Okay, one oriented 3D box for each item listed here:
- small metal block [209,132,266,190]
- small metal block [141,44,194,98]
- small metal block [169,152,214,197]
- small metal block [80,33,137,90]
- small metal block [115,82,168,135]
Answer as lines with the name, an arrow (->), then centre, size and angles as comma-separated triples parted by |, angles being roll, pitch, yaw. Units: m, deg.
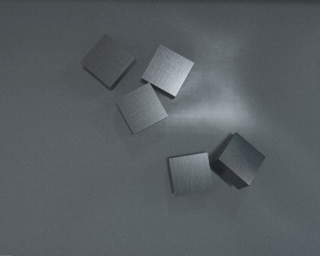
small metal block -> 0.100, 0.042, 0.401 | 0.050, 0.025, 0.050 | 41, 59, 0
small metal block -> 0.010, -0.074, 0.411 | 0.050, 0.025, 0.050 | 29, 90, 0
small metal block -> 0.040, 0.060, 0.412 | 0.050, 0.025, 0.050 | -9, 90, 0
small metal block -> -0.067, -0.087, 0.411 | 0.050, 0.025, 0.050 | 40, 90, 0
small metal block -> -0.024, -0.025, 0.411 | 0.050, 0.025, 0.050 | -29, 90, 0
